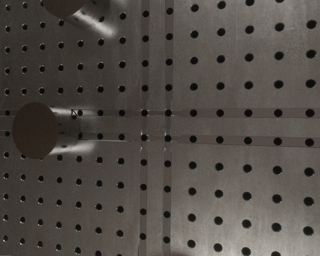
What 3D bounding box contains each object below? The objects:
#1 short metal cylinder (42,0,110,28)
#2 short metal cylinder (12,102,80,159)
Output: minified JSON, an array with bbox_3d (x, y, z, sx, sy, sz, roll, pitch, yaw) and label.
[{"bbox_3d":[-0.120,-0.189,0.440,0.080,0.050,0.079,0,90,19],"label":"short metal cylinder"},{"bbox_3d":[-0.167,0.004,0.456,0.080,0.050,0.079,0,90,19],"label":"short metal cylinder"}]
